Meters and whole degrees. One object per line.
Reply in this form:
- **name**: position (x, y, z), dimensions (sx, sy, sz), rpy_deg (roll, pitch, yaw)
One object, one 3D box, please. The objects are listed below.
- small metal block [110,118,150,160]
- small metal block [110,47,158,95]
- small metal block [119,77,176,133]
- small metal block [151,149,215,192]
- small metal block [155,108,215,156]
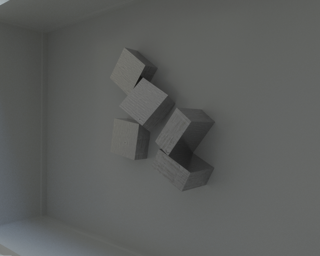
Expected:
- **small metal block**: position (-0.042, 0.015, 0.442), dimensions (0.050, 0.025, 0.050), rpy_deg (13, 99, 39)
- **small metal block**: position (-0.038, -0.078, 0.438), dimensions (0.050, 0.025, 0.050), rpy_deg (45, 117, 30)
- **small metal block**: position (-0.017, -0.031, 0.409), dimensions (0.050, 0.025, 0.050), rpy_deg (39, 88, 33)
- **small metal block**: position (0.027, 0.047, 0.368), dimensions (0.050, 0.050, 0.025), rpy_deg (35, 112, 34)
- **small metal block**: position (0.030, 0.004, 0.366), dimensions (0.025, 0.050, 0.050), rpy_deg (47, 118, 30)
